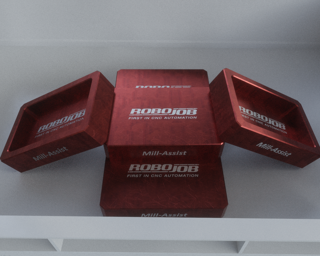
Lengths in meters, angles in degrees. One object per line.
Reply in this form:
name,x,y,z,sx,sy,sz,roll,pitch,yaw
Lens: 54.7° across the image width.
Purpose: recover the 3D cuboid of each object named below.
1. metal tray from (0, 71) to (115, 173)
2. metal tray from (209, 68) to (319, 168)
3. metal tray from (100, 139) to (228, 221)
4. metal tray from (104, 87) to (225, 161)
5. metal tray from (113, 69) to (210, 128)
metal tray,-0.119,-0.007,0.365,0.130,0.030,0.090,-18,47,23
metal tray,0.125,-0.011,0.369,0.131,0.030,0.090,18,46,-23
metal tray,0.004,0.056,0.351,0.131,0.030,0.090,0,50,-1
metal tray,0.004,-0.007,0.366,0.131,0.030,0.090,-1,50,-1
metal tray,0.004,-0.043,0.434,0.131,0.030,0.090,0,50,-1
